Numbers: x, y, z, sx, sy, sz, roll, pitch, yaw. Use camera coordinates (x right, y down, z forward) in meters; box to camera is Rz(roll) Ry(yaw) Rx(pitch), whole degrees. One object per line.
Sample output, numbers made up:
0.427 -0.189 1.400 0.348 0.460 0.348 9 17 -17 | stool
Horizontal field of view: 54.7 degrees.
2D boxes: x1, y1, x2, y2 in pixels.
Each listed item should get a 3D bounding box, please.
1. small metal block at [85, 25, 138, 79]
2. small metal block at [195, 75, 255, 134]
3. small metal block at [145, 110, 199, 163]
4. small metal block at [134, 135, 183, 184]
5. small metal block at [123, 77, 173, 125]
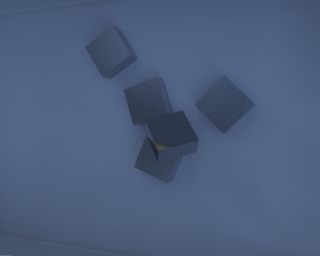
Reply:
-0.068 -0.105 0.433 0.050 0.025 0.050 -33 80 16 | small metal block
0.080 -0.028 0.382 0.050 0.025 0.050 -46 76 14 | small metal block
0.013 0.010 0.383 0.050 0.025 0.050 -15 52 -13 | small metal block
0.001 0.038 0.409 0.050 0.025 0.050 24 98 18 | small metal block
-0.015 -0.035 0.415 0.050 0.025 0.050 -18 84 18 | small metal block
